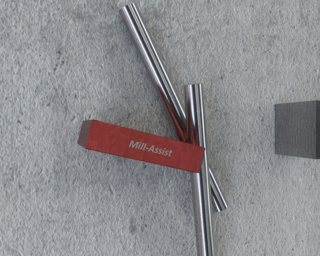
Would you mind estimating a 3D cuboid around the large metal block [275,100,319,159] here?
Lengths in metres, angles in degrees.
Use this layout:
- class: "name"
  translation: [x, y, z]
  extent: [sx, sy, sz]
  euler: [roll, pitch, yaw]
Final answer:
- class: "large metal block"
  translation: [0.220, 0.002, 0.463]
  extent: [0.050, 0.080, 0.079]
  euler: [0, 90, -20]

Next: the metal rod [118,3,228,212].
- class: "metal rod"
  translation: [0.022, -0.020, 0.418]
  extent: [0.025, 0.025, 0.299]
  euler: [-29, 100, -18]

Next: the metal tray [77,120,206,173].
- class: "metal tray"
  translation: [-0.025, 0.021, 0.366]
  extent: [0.131, 0.090, 0.030]
  euler: [15, 85, -20]

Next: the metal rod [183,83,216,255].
- class: "metal rod"
  translation: [0.056, 0.091, 0.411]
  extent: [0.025, 0.025, 0.298]
  euler: [-9, 101, -20]
